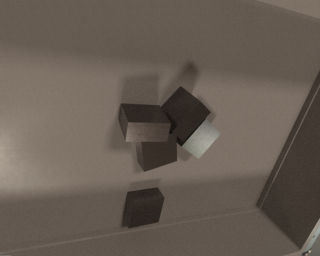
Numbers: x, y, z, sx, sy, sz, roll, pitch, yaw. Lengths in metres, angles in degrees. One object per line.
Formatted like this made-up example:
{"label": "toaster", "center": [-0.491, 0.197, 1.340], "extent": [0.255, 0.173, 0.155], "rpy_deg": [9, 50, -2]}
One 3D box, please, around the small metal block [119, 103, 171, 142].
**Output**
{"label": "small metal block", "center": [-0.020, -0.007, 0.374], "extent": [0.050, 0.050, 0.025], "rpy_deg": [1, 118, -19]}

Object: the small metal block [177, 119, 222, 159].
{"label": "small metal block", "center": [0.052, 0.010, 0.441], "extent": [0.050, 0.025, 0.050], "rpy_deg": [-49, 137, 4]}

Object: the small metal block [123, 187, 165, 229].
{"label": "small metal block", "center": [-0.025, 0.121, 0.472], "extent": [0.050, 0.025, 0.050], "rpy_deg": [-3, 120, -28]}

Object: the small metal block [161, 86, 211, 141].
{"label": "small metal block", "center": [0.028, -0.019, 0.398], "extent": [0.050, 0.050, 0.025], "rpy_deg": [-47, 130, 4]}

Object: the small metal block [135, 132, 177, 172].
{"label": "small metal block", "center": [-0.005, 0.026, 0.424], "extent": [0.050, 0.025, 0.050], "rpy_deg": [-16, 125, -19]}
